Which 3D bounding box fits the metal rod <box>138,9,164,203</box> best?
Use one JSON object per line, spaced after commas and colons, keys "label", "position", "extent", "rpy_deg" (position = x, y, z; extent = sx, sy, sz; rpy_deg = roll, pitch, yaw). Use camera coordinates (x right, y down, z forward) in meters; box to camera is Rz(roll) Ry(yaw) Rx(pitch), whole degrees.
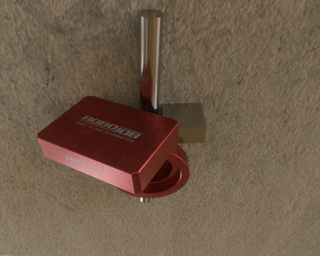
{"label": "metal rod", "position": [-0.015, -0.002, 0.407], "extent": [0.025, 0.025, 0.298], "rpy_deg": [2, 130, -2]}

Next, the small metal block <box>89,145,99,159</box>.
{"label": "small metal block", "position": [-0.073, 0.016, 0.405], "extent": [0.050, 0.050, 0.025], "rpy_deg": [-15, 129, 12]}

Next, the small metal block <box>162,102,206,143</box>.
{"label": "small metal block", "position": [0.029, -0.007, 0.387], "extent": [0.050, 0.050, 0.025], "rpy_deg": [-1, 130, 0]}

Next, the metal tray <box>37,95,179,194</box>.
{"label": "metal tray", "position": [-0.056, 0.012, 0.345], "extent": [0.130, 0.090, 0.030], "rpy_deg": [17, 133, 24]}

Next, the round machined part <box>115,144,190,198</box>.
{"label": "round machined part", "position": [-0.013, 0.046, 0.400], "extent": [0.099, 0.042, 0.097], "rpy_deg": [-2, 134, -2]}
